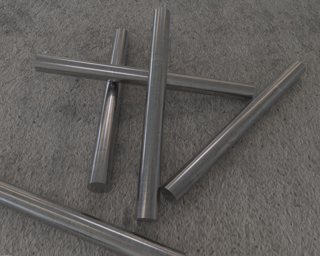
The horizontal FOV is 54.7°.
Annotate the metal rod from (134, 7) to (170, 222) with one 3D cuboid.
[{"bbox_3d":[-0.005,-0.037,0.391,0.025,0.025,0.299,3,63,2],"label":"metal rod"}]

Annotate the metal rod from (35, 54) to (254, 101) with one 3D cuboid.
[{"bbox_3d":[-0.018,-0.071,0.436,0.302,0.025,0.025,7,50,-4],"label":"metal rod"}]

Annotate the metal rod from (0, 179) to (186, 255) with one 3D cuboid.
[{"bbox_3d":[-0.119,0.088,0.328,0.301,0.025,0.025,17,52,13],"label":"metal rod"}]

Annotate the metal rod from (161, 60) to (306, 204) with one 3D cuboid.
[{"bbox_3d":[0.112,-0.010,0.411,0.025,0.025,0.302,36,58,26],"label":"metal rod"}]

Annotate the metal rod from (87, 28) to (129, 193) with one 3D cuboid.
[{"bbox_3d":[-0.068,-0.048,0.442,0.025,0.025,0.300,0,50,0],"label":"metal rod"}]
